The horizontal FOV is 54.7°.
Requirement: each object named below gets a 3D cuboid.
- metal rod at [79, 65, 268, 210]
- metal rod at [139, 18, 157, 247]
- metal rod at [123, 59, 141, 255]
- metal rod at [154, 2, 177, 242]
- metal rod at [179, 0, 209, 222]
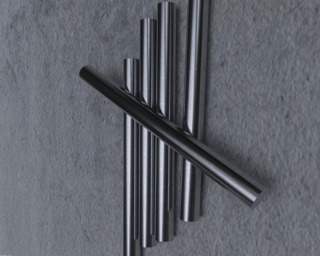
[{"bbox_3d":[-0.007,-0.007,0.374,0.300,0.025,0.025,36,112,33],"label":"metal rod"},{"bbox_3d":[-0.015,0.006,0.415,0.025,0.025,0.298,1,90,39],"label":"metal rod"},{"bbox_3d":[-0.039,0.054,0.434,0.025,0.025,0.298,0,90,39],"label":"metal rod"},{"bbox_3d":[0.007,-0.007,0.397,0.025,0.025,0.298,1,91,39],"label":"metal rod"},{"bbox_3d":[0.041,-0.040,0.369,0.025,0.025,0.298,4,92,39],"label":"metal rod"}]
